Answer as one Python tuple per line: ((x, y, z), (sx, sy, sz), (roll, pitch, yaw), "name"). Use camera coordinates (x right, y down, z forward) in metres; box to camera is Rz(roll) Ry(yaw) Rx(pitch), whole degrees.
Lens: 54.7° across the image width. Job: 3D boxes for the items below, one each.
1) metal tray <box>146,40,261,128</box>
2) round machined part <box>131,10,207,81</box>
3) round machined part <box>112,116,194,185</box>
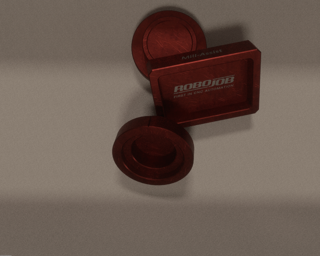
((0.055, -0.050, 0.385), (0.131, 0.030, 0.089), (-12, 127, -1), "metal tray")
((0.012, -0.105, 0.403), (0.099, 0.042, 0.097), (0, 90, -1), "round machined part")
((-0.006, 0.023, 0.387), (0.099, 0.042, 0.097), (4, 129, 5), "round machined part")
